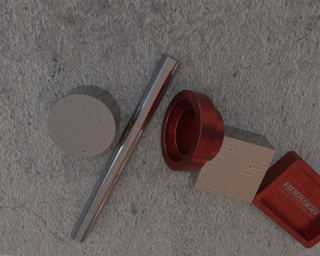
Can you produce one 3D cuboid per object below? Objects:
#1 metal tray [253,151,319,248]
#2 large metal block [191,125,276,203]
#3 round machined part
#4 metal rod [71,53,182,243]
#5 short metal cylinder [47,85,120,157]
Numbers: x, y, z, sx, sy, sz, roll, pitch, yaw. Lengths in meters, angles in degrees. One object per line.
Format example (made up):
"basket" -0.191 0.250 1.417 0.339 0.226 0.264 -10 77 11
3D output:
"metal tray" 0.203 0.106 0.449 0.130 0.030 0.090 40 105 -14
"large metal block" 0.093 0.044 0.414 0.080 0.050 0.079 15 109 -6
"round machined part" 0.041 0.005 0.377 0.042 0.098 0.097 9 111 -25
"metal rod" -0.054 0.039 0.423 0.025 0.025 0.298 26 108 -10
"short metal cylinder" -0.093 -0.010 0.392 0.081 0.050 0.079 0 110 -1
